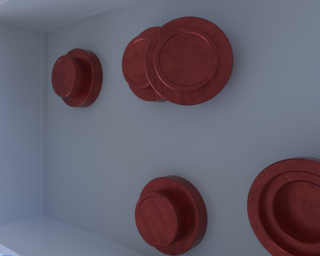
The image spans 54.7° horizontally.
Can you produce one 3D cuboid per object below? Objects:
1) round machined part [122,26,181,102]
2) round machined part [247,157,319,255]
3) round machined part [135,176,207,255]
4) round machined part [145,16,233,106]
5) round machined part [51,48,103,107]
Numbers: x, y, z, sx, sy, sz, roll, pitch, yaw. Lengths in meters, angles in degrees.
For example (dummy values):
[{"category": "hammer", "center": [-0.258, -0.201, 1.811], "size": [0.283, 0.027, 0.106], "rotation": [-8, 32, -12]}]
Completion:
[{"category": "round machined part", "center": [-0.012, -0.084, 0.406], "size": [0.098, 0.042, 0.097], "rotation": [0, 90, 40]}, {"category": "round machined part", "center": [0.135, 0.075, 0.284], "size": [0.098, 0.042, 0.097], "rotation": [0, 90, 40]}, {"category": "round machined part", "center": [0.007, 0.111, 0.391], "size": [0.098, 0.042, 0.097], "rotation": [0, 90, 40]}, {"category": "round machined part", "center": [0.031, -0.074, 0.343], "size": [0.098, 0.042, 0.097], "rotation": [1, 96, 10]}, {"category": "round machined part", "center": [-0.143, -0.084, 0.514], "size": [0.098, 0.042, 0.097], "rotation": [0, 90, 40]}]
